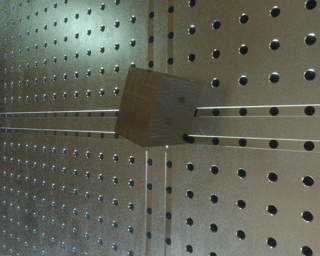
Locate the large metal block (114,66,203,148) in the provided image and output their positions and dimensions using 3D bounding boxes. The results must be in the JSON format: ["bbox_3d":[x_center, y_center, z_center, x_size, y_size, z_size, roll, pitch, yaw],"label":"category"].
[{"bbox_3d":[-0.001,-0.025,0.375,0.050,0.081,0.080,25,106,37],"label":"large metal block"}]
